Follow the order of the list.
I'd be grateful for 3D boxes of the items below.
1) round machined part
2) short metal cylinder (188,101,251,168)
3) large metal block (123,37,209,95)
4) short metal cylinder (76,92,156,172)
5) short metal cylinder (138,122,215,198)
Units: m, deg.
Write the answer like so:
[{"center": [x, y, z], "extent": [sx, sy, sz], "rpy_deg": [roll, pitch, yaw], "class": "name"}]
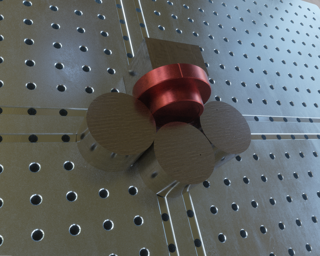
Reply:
[{"center": [0.017, -0.034, 0.389], "extent": [0.099, 0.097, 0.042], "rpy_deg": [2, 61, -28], "class": "round machined part"}, {"center": [0.077, 0.009, 0.428], "extent": [0.081, 0.050, 0.080], "rpy_deg": [14, 56, -21], "class": "short metal cylinder"}, {"center": [0.005, -0.071, 0.418], "extent": [0.081, 0.080, 0.050], "rpy_deg": [1, 62, -28], "class": "large metal block"}, {"center": [-0.051, 0.005, 0.362], "extent": [0.081, 0.050, 0.080], "rpy_deg": [14, 56, -21], "class": "short metal cylinder"}, {"center": [0.019, 0.039, 0.379], "extent": [0.081, 0.050, 0.080], "rpy_deg": [14, 56, -21], "class": "short metal cylinder"}]
